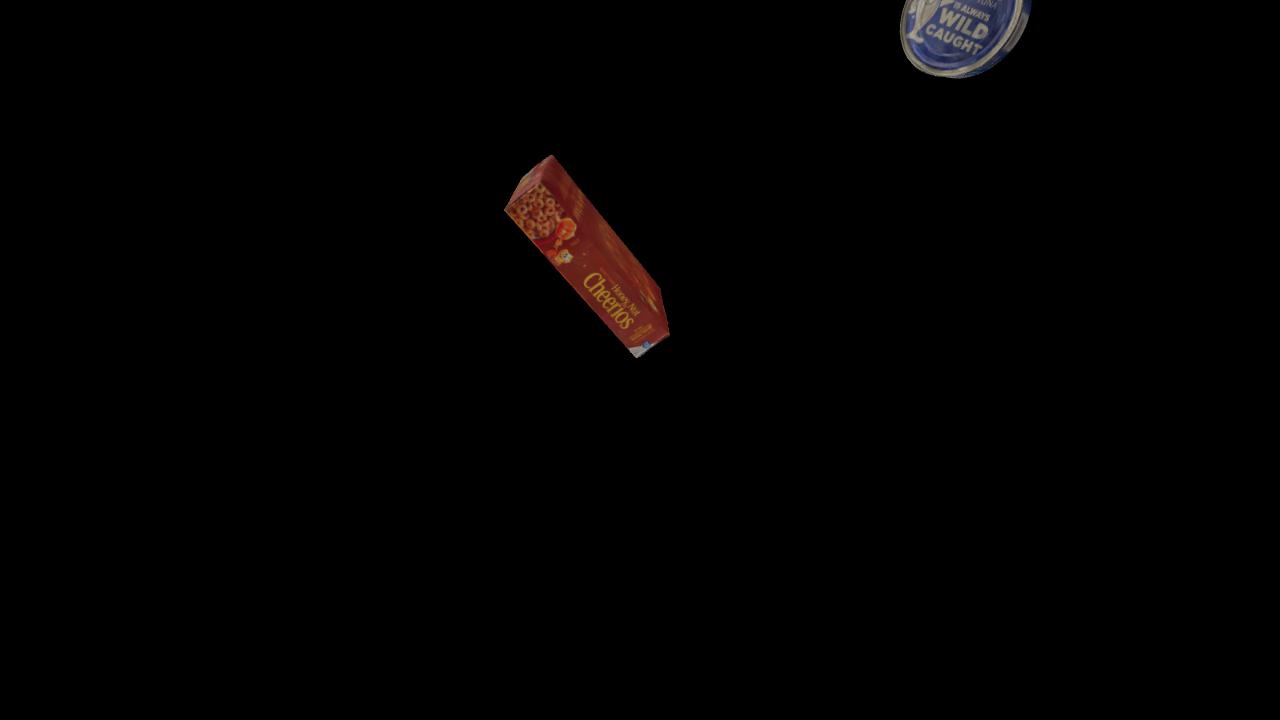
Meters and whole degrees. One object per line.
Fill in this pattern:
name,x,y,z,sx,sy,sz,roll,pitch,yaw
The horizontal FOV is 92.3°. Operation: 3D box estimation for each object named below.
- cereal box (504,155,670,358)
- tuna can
cereal box,-0.075,-0.167,0.981,0.081,0.306,0.203,-34,25,14
tuna can,0.245,-0.258,0.464,0.084,0.084,0.034,0,15,44
